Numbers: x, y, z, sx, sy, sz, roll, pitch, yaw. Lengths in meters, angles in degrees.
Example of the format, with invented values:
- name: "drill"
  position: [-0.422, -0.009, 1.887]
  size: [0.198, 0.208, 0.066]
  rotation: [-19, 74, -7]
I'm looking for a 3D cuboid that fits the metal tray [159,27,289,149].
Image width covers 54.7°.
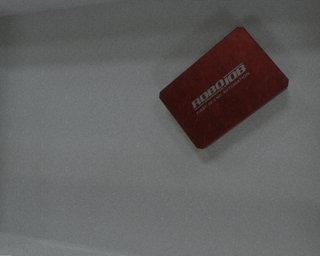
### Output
- name: "metal tray"
  position: [0.076, -0.046, 0.381]
  size: [0.130, 0.030, 0.090]
  rotation: [-39, 78, 15]
